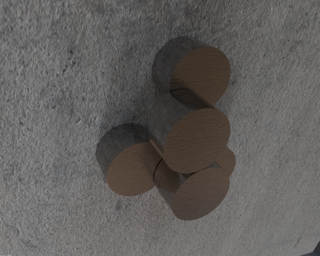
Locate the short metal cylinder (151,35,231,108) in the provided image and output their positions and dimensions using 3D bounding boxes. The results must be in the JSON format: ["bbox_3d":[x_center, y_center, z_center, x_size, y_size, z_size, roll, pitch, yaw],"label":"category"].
[{"bbox_3d":[0.036,-0.065,0.372,0.081,0.050,0.079,-14,124,-21],"label":"short metal cylinder"}]

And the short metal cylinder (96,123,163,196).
[{"bbox_3d":[-0.036,0.040,0.397,0.081,0.050,0.079,-14,124,-21],"label":"short metal cylinder"}]

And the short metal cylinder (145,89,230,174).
[{"bbox_3d":[0.030,0.003,0.344,0.081,0.050,0.079,-14,124,-21],"label":"short metal cylinder"}]

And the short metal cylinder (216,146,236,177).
[{"bbox_3d":[0.063,0.049,0.456,0.081,0.050,0.079,-14,124,-21],"label":"short metal cylinder"}]

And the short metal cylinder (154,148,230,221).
[{"bbox_3d":[0.039,0.068,0.390,0.081,0.050,0.079,-14,124,-21],"label":"short metal cylinder"}]
